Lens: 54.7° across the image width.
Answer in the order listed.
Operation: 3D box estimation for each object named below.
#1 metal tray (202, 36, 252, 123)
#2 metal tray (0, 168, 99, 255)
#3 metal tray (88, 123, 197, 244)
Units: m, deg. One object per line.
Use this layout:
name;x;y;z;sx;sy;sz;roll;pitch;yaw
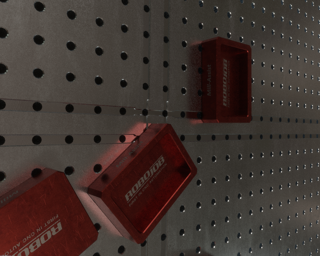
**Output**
metal tray;0.109;-0.073;0.499;0.091;0.030;0.129;0;90;-40
metal tray;-0.134;0.110;0.295;0.131;0.030;0.090;-36;112;-34
metal tray;-0.015;0.066;0.395;0.131;0.030;0.090;-46;118;-30
